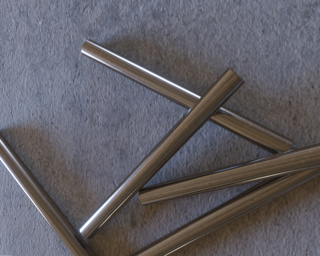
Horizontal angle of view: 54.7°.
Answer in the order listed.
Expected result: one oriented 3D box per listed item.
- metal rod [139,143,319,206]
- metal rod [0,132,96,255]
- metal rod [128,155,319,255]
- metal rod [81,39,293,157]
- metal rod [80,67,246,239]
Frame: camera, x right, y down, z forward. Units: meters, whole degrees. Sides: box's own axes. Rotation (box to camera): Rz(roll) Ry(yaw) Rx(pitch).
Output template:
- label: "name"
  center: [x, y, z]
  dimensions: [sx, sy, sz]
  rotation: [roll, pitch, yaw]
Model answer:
- label: "metal rod"
  center: [0.108, 0.049, 0.353]
  dimensions: [0.300, 0.025, 0.025]
  rotation: [-19, 84, 25]
- label: "metal rod"
  center: [-0.177, 0.112, 0.469]
  dimensions: [0.300, 0.025, 0.025]
  rotation: [46, 104, 13]
- label: "metal rod"
  center: [0.070, 0.112, 0.383]
  dimensions: [0.300, 0.025, 0.025]
  rotation: [-34, 79, 16]
- label: "metal rod"
  center: [0.022, -0.045, 0.400]
  dimensions: [0.301, 0.025, 0.025]
  rotation: [29, 99, 17]
- label: "metal rod"
  center: [-0.009, 0.045, 0.394]
  dimensions: [0.025, 0.025, 0.299]
  rotation: [47, 110, 13]
